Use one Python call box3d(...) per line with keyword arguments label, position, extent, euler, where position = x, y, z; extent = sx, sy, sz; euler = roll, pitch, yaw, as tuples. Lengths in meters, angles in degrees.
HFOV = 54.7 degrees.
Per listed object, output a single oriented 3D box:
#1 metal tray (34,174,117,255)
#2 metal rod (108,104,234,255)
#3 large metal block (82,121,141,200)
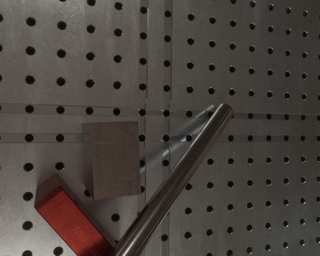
box3d(label="metal tray", position=(-0.085, 0.115, 0.347), extent=(0.030, 0.090, 0.130), euler=(-40, 103, -16))
box3d(label="metal rod", position=(0.017, 0.066, 0.362), extent=(0.025, 0.025, 0.301), euler=(51, 52, -13))
box3d(label="large metal block", position=(-0.059, 0.033, 0.362), extent=(0.050, 0.080, 0.079), euler=(-3, 91, -20))
